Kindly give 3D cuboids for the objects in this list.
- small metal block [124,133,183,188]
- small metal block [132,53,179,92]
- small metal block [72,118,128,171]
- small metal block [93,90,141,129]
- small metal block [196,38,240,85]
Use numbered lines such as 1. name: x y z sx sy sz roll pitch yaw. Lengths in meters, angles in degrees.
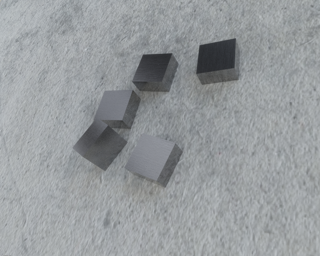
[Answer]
1. small metal block: -0.008 0.039 0.383 0.050 0.025 0.050 16 70 34
2. small metal block: -0.006 -0.081 0.456 0.050 0.025 0.050 5 64 30
3. small metal block: -0.079 0.023 0.414 0.025 0.050 0.050 30 78 37
4. small metal block: -0.062 -0.027 0.451 0.050 0.025 0.050 2 63 28
5. small metal block: 0.079 -0.089 0.416 0.050 0.025 0.050 -5 60 25
